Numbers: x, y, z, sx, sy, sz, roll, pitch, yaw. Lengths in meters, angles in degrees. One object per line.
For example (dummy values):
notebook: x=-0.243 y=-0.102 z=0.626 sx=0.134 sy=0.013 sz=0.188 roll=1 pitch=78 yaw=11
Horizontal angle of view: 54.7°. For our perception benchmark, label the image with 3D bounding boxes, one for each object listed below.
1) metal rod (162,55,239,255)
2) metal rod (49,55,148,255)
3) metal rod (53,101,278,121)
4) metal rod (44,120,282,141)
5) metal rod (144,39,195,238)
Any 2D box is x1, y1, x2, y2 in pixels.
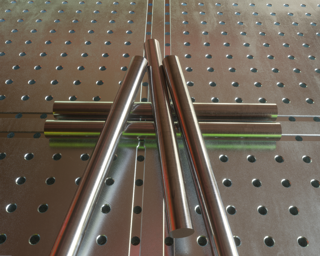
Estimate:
metal rod: x=0.043 y=0.030 z=0.359 sx=0.025 sy=0.025 sz=0.299 roll=-8 pitch=58 yaw=-7
metal rod: x=-0.065 y=0.029 z=0.359 sx=0.025 sy=0.025 sz=0.300 roll=11 pitch=58 yaw=9
metal rod: x=0.007 y=-0.023 z=0.428 sx=0.302 sy=0.025 sz=0.025 roll=1 pitch=50 yaw=0
metal rod: x=0.004 y=0.003 z=0.405 sx=0.302 sy=0.025 sz=0.025 roll=1 pitch=50 yaw=0
metal rod: x=0.004 y=-0.015 z=0.388 sx=0.025 sy=0.025 sz=0.300 roll=-5 pitch=50 yaw=-4
